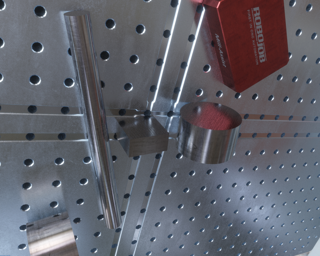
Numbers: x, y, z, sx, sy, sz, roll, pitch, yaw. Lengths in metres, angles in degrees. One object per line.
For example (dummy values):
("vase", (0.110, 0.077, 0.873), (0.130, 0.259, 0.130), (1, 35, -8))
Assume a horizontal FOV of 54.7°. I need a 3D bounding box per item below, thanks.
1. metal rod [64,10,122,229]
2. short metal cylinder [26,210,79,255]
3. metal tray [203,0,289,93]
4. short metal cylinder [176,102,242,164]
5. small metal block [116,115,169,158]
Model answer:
("metal rod", (-0.075, 0.014, 0.379), (0.025, 0.025, 0.298), (-16, 125, -20))
("short metal cylinder", (-0.135, 0.153, 0.397), (0.050, 0.080, 0.079), (-14, 124, -21))
("metal tray", (0.115, -0.120, 0.396), (0.090, 0.030, 0.130), (-32, 129, -8))
("short metal cylinder", (0.064, 0.004, 0.413), (0.081, 0.080, 0.050), (-9, 122, -24))
("small metal block", (-0.023, 0.009, 0.388), (0.050, 0.050, 0.025), (-8, 122, -24))
